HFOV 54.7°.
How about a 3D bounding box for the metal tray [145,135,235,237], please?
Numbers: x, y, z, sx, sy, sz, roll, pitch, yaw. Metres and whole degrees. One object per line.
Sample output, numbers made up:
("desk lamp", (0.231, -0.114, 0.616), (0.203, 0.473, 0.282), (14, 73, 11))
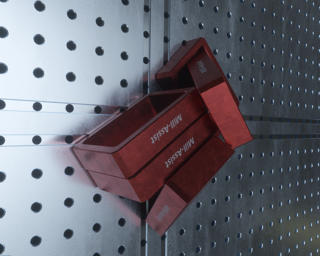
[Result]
("metal tray", (0.033, 0.074, 0.379), (0.030, 0.129, 0.091), (41, 56, 14))

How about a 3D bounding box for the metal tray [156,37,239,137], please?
("metal tray", (0.061, -0.054, 0.458), (0.090, 0.030, 0.130), (-51, 120, -28))

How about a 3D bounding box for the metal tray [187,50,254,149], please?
("metal tray", (0.073, -0.041, 0.398), (0.090, 0.030, 0.130), (58, 12, -24))

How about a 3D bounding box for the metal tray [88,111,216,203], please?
("metal tray", (-0.008, 0.025, 0.360), (0.131, 0.090, 0.030), (-40, 115, -33))

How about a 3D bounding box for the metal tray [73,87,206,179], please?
("metal tray", (-0.022, 0.000, 0.350), (0.131, 0.090, 0.030), (-40, 115, -33))
